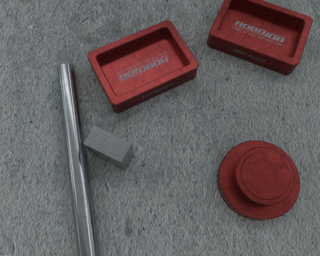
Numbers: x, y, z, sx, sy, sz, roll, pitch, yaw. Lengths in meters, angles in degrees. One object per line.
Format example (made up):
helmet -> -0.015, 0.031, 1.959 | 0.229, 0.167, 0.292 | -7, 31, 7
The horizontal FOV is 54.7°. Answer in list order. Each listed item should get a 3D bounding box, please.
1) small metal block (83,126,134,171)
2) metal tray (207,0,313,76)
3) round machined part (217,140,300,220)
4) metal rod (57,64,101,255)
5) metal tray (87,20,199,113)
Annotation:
small metal block -> -0.062, 0.027, 0.384 | 0.050, 0.050, 0.025 | 25, 72, 8
metal tray -> 0.147, -0.142, 0.459 | 0.130, 0.030, 0.090 | 23, 71, 7
round machined part -> 0.122, 0.061, 0.378 | 0.099, 0.042, 0.098 | 0, 70, -1
metal rod -> -0.102, 0.053, 0.387 | 0.025, 0.025, 0.299 | -11, 70, -4
metal tray -> -0.024, -0.088, 0.437 | 0.131, 0.030, 0.090 | -26, 72, -10
